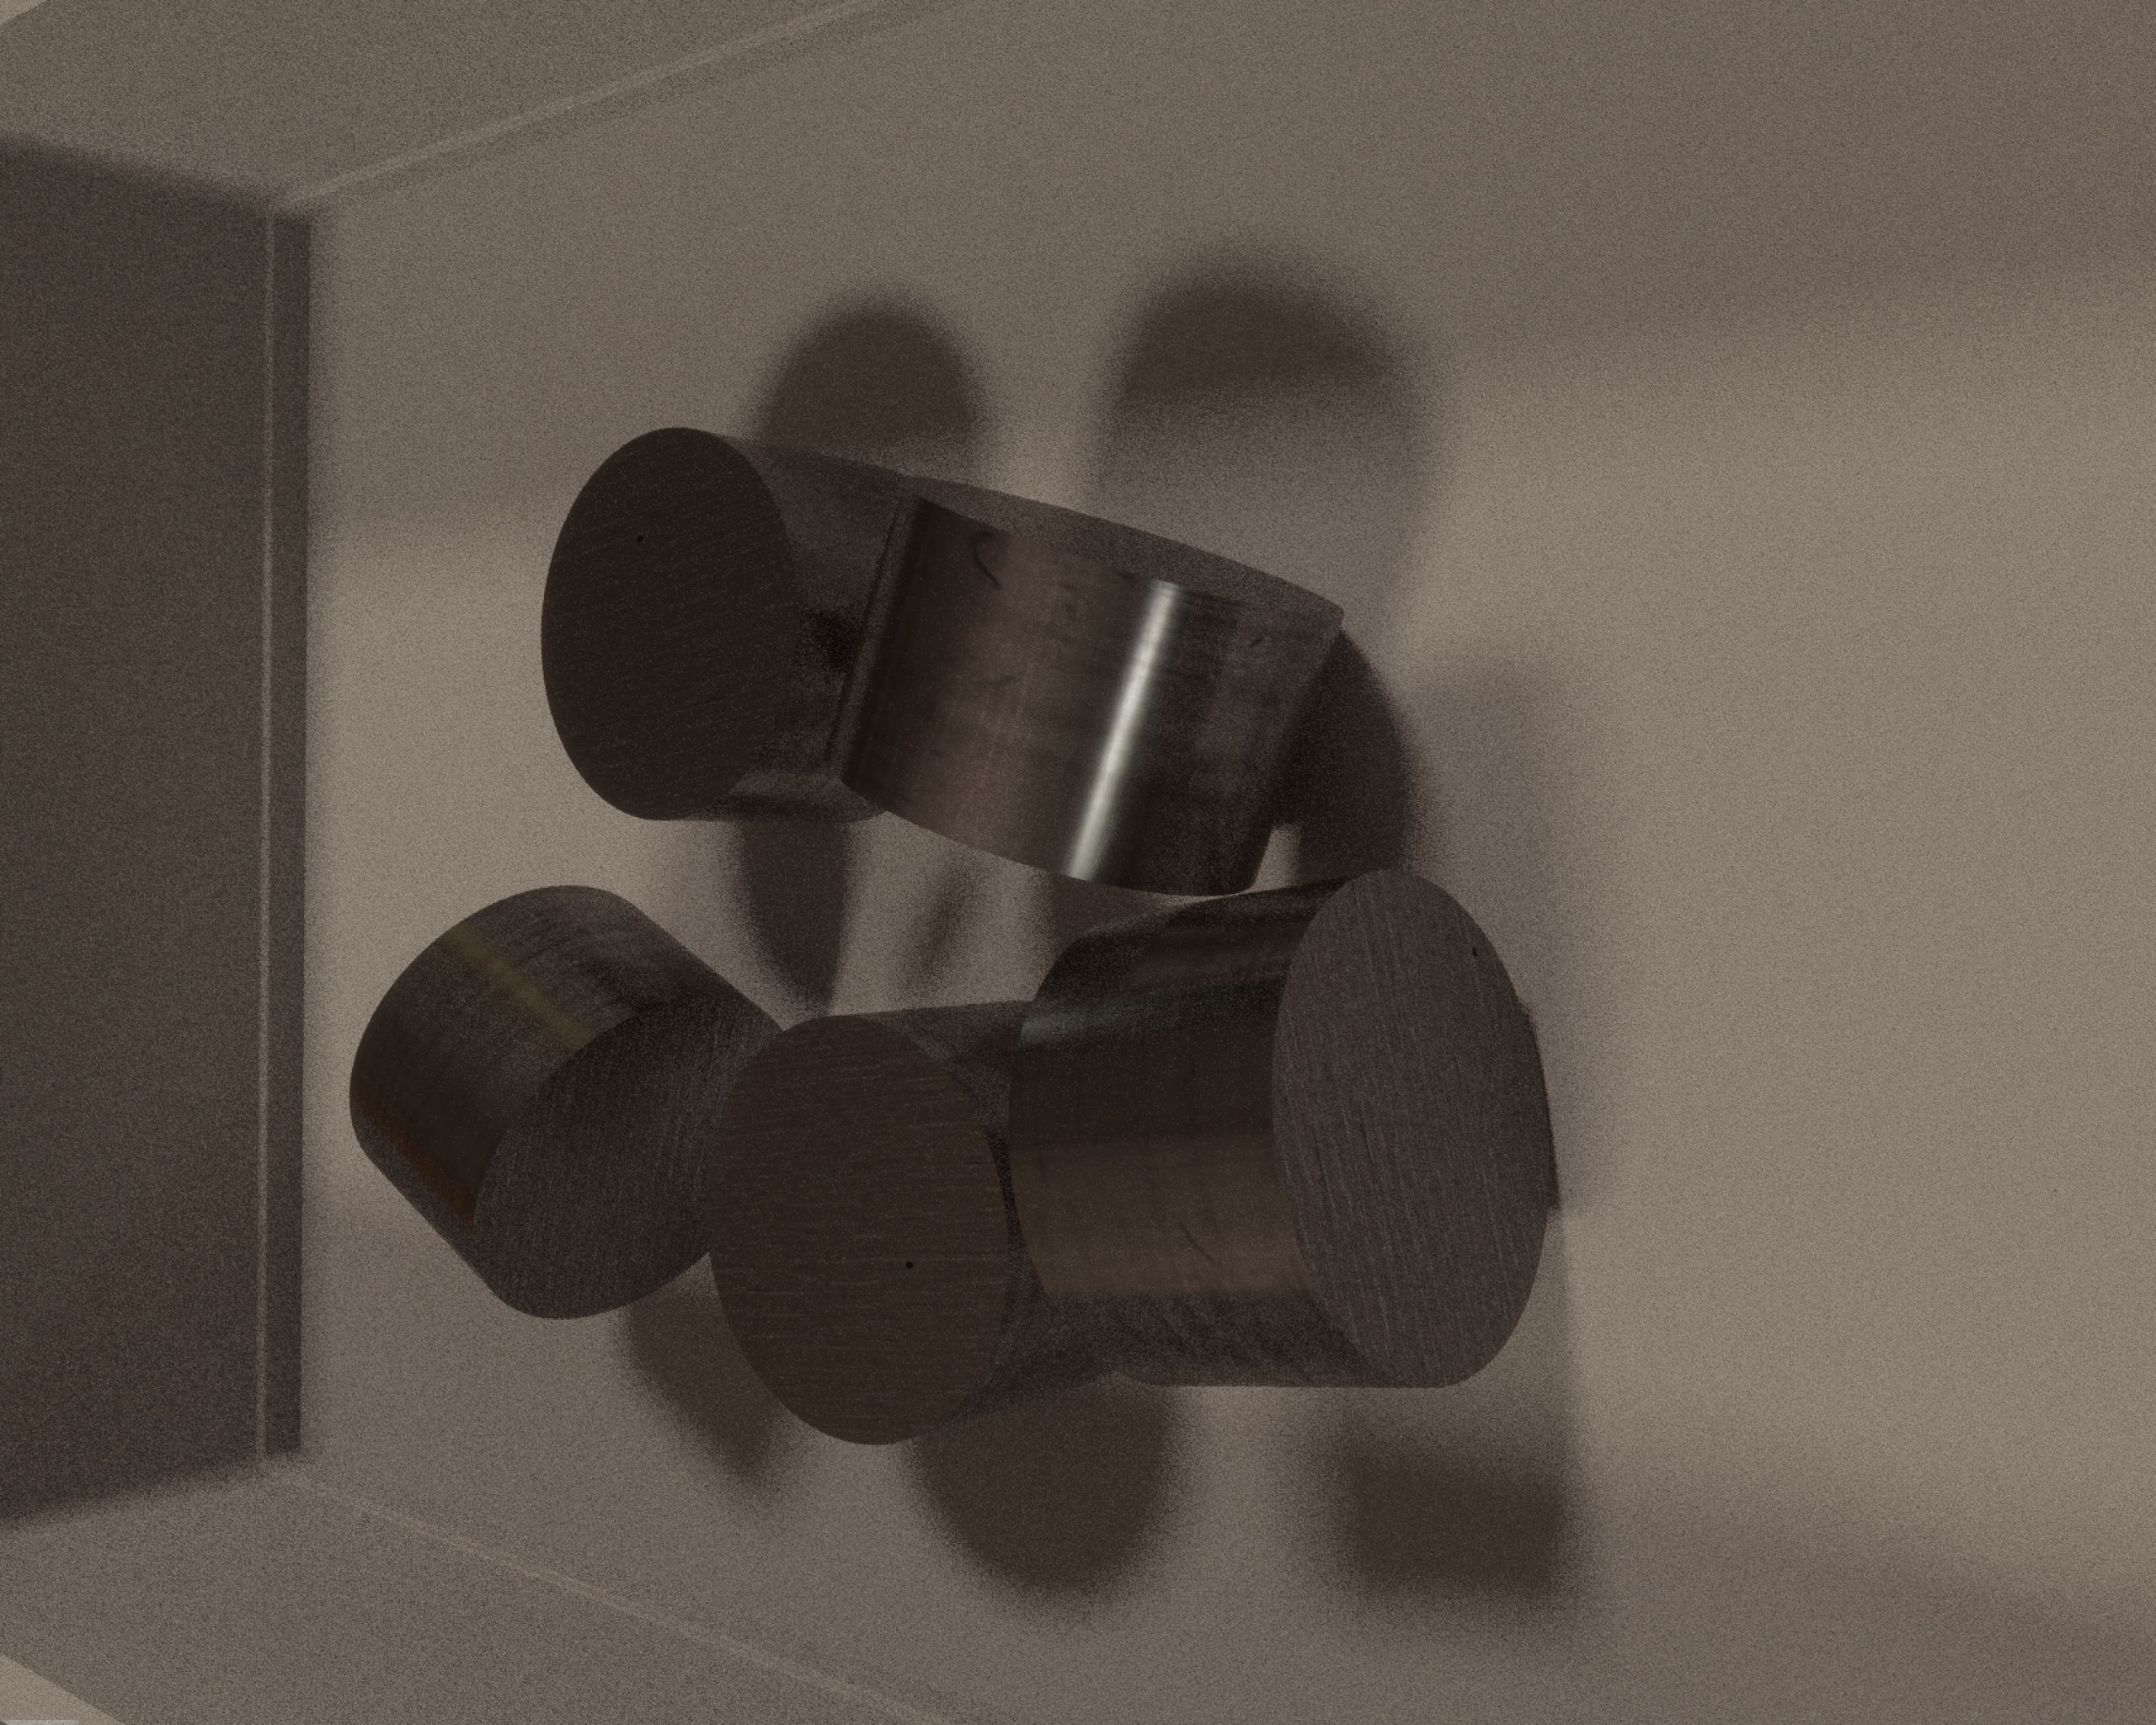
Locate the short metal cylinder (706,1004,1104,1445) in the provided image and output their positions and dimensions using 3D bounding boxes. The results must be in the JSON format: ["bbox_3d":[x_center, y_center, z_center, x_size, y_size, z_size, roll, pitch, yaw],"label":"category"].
[{"bbox_3d":[-0.027,0.068,0.408,0.080,0.050,0.079,0,90,39],"label":"short metal cylinder"}]

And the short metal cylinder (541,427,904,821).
[{"bbox_3d":[-0.068,-0.048,0.442,0.080,0.050,0.079,0,90,39],"label":"short metal cylinder"}]

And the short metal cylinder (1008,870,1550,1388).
[{"bbox_3d":[0.034,0.044,0.339,0.050,0.081,0.080,-12,83,39],"label":"short metal cylinder"}]

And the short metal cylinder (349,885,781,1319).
[{"bbox_3d":[-0.109,0.052,0.455,0.050,0.081,0.079,34,111,34],"label":"short metal cylinder"}]

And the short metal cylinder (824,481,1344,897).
[{"bbox_3d":[0.001,-0.032,0.368,0.080,0.081,0.050,27,107,36],"label":"short metal cylinder"}]
